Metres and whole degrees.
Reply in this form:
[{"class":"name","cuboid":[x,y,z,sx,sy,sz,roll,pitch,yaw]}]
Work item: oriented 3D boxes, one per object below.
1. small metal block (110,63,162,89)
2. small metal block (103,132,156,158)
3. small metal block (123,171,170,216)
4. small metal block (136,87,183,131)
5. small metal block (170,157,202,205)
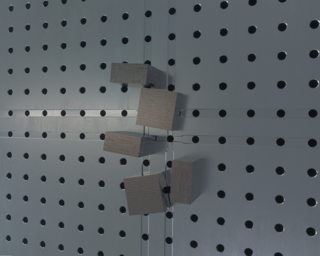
[{"class":"small metal block","cuboid":[-0.031,-0.069,0.411,0.050,0.050,0.025,6,92,20]},{"class":"small metal block","cuboid":[-0.040,0.020,0.414,0.050,0.050,0.025,9,93,20]},{"class":"small metal block","cuboid":[-0.018,0.088,0.419,0.050,0.025,0.050,-11,86,19]},{"class":"small metal block","cuboid":[-0.001,-0.025,0.413,0.050,0.025,0.050,10,93,19]},{"class":"small metal block","cuboid":[0.033,0.064,0.388,0.025,0.050,0.050,3,91,20]}]
